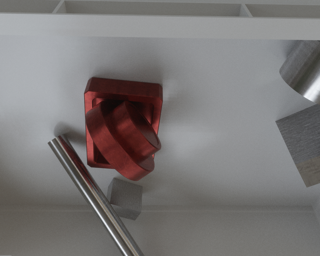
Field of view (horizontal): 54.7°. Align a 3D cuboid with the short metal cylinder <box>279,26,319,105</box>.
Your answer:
[{"bbox_3d":[0.175,-0.063,0.322,0.081,0.080,0.050,14,129,-12],"label":"short metal cylinder"}]

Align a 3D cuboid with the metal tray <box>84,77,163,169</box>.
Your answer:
[{"bbox_3d":[-0.049,0.000,0.405,0.091,0.030,0.129,5,130,-5],"label":"metal tray"}]

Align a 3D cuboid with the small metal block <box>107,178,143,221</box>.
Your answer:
[{"bbox_3d":[-0.056,0.112,0.487,0.050,0.050,0.025,20,127,-17],"label":"small metal block"}]

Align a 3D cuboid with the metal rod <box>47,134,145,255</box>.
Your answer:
[{"bbox_3d":[-0.062,0.140,0.432,0.025,0.025,0.299,-31,94,23],"label":"metal rod"}]

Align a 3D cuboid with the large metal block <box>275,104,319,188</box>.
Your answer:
[{"bbox_3d":[0.204,0.017,0.390,0.080,0.080,0.050,-25,126,19],"label":"large metal block"}]

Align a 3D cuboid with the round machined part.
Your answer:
[{"bbox_3d":[-0.035,0.008,0.352,0.042,0.098,0.098,-36,123,10],"label":"round machined part"}]
